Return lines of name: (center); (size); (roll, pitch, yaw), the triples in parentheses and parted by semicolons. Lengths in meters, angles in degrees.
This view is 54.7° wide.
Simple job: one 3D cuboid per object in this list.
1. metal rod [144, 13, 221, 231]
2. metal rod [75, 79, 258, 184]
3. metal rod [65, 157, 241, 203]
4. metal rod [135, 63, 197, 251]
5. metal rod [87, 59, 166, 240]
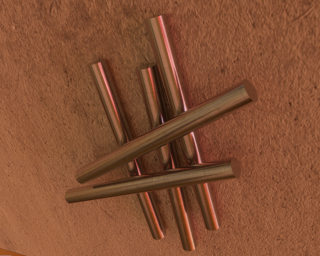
metal rod: (0.036, 0.010, 0.393); (0.025, 0.025, 0.298); (-3, 117, 30)
metal rod: (-0.016, 0.019, 0.393); (0.299, 0.025, 0.025); (-28, 103, 37)
metal rod: (-0.032, 0.080, 0.439); (0.300, 0.025, 0.025); (-16, 110, 34)
metal rod: (0.015, 0.057, 0.434); (0.025, 0.025, 0.298); (1, 119, 28)
metal rod: (-0.042, 0.046, 0.457); (0.025, 0.025, 0.298); (-3, 117, 29)
